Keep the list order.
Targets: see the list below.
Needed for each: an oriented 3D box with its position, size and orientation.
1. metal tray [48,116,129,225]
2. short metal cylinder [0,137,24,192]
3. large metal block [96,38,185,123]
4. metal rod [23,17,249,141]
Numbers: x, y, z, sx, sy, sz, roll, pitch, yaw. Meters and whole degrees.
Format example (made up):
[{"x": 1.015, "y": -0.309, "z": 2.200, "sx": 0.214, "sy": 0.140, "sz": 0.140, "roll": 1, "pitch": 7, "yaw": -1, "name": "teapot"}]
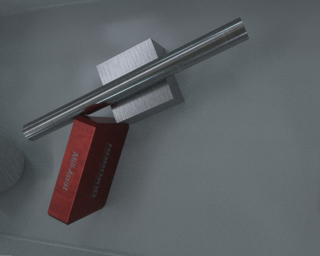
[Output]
[{"x": -0.090, "y": 0.051, "z": 0.406, "sx": 0.030, "sy": 0.090, "sz": 0.129, "roll": 20, "pitch": 97, "yaw": 18, "name": "metal tray"}, {"x": -0.247, "y": 0.052, "z": 0.460, "sx": 0.050, "sy": 0.081, "sz": 0.079, "roll": -3, "pitch": 89, "yaw": 63, "name": "short metal cylinder"}, {"x": -0.024, "y": -0.057, "z": 0.405, "sx": 0.080, "sy": 0.050, "sz": 0.080, "roll": -23, "pitch": 83, "yaw": 18, "name": "large metal block"}, {"x": -0.043, "y": -0.049, "z": 0.371, "sx": 0.300, "sy": 0.025, "sz": 0.025, "roll": -23, "pitch": 83, "yaw": 18, "name": "metal rod"}]
